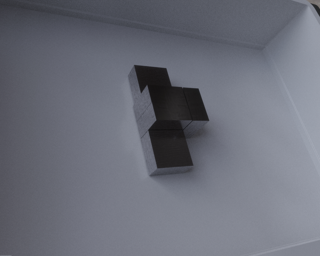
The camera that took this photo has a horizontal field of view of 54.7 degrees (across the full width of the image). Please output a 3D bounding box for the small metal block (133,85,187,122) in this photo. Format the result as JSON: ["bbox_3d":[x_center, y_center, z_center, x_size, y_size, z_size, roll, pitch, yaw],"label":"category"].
[{"bbox_3d":[-0.001,-0.031,0.405,0.050,0.050,0.025,0,62,-28],"label":"small metal block"}]

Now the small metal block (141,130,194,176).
[{"bbox_3d":[0.008,0.030,0.389,0.050,0.025,0.050,0,62,-28],"label":"small metal block"}]

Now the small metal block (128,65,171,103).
[{"bbox_3d":[-0.013,-0.058,0.432,0.050,0.025,0.050,0,62,-28],"label":"small metal block"}]

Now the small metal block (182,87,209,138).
[{"bbox_3d":[0.036,-0.019,0.418,0.025,0.050,0.050,0,62,-28],"label":"small metal block"}]

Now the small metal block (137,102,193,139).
[{"bbox_3d":[0.005,-0.009,0.395,0.050,0.050,0.025,0,62,-28],"label":"small metal block"}]
